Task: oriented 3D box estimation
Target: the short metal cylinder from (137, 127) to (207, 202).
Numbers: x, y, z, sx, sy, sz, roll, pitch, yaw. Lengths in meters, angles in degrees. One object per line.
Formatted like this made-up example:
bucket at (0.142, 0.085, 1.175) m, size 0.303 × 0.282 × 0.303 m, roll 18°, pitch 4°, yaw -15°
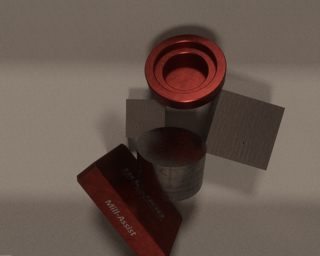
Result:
short metal cylinder at (0.013, 0.041, 0.370) m, size 0.081 × 0.080 × 0.050 m, roll 1°, pitch 122°, yaw -1°

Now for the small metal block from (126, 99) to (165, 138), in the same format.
small metal block at (-0.019, -0.012, 0.411) m, size 0.050 × 0.025 × 0.050 m, roll 1°, pitch 90°, yaw -1°

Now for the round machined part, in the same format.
round machined part at (0.033, -0.066, 0.391) m, size 0.099 × 0.042 × 0.098 m, roll -3°, pitch 66°, yaw 7°

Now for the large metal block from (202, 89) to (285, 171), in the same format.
large metal block at (0.102, 0.002, 0.400) m, size 0.080 × 0.050 × 0.080 m, roll 17°, pitch 90°, yaw -1°

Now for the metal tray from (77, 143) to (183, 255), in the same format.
metal tray at (-0.031, 0.087, 0.376) m, size 0.030 × 0.090 × 0.130 m, roll -38°, pitch 90°, yaw 19°
